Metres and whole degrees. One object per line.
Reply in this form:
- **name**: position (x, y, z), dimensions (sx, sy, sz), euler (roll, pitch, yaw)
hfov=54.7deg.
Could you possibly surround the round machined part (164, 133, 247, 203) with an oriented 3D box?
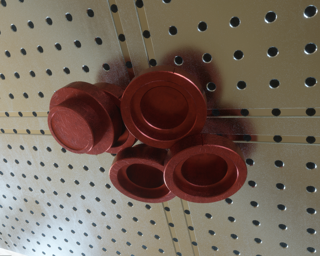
- **round machined part**: position (0.054, 0.045, 0.383), dimensions (0.099, 0.042, 0.097), euler (1, 127, 1)

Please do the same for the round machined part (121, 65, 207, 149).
- **round machined part**: position (0.006, -0.027, 0.367), dimensions (0.099, 0.042, 0.097), euler (4, 119, 7)

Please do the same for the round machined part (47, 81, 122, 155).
- **round machined part**: position (-0.102, -0.006, 0.393), dimensions (0.098, 0.042, 0.097), euler (13, 124, 20)

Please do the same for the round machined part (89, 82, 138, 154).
- **round machined part**: position (-0.065, -0.017, 0.422), dimensions (0.098, 0.042, 0.097), euler (13, 124, 20)

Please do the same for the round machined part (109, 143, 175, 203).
- **round machined part**: position (-0.018, 0.059, 0.433), dimensions (0.099, 0.042, 0.097), euler (7, 133, 8)
